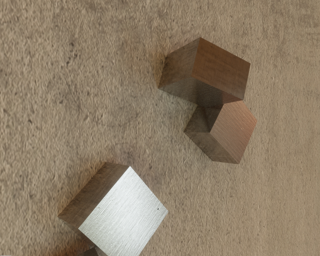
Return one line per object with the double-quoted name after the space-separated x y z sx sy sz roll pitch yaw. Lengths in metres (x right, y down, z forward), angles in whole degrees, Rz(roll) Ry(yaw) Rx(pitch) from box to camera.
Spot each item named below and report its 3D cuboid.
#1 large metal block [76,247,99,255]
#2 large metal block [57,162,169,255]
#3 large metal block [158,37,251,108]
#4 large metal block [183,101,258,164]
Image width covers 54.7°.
-0.085 0.180 0.304 0.081 0.050 0.080 -20 104 -21 "large metal block"
-0.050 0.096 0.347 0.080 0.050 0.080 -51 120 -28 "large metal block"
0.056 -0.068 0.406 0.081 0.080 0.050 19 78 -26 "large metal block"
0.093 -0.003 0.466 0.080 0.050 0.080 44 64 -32 "large metal block"
